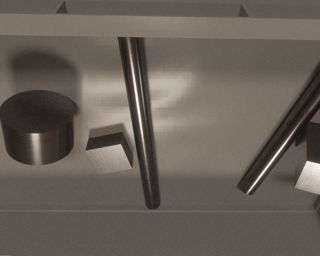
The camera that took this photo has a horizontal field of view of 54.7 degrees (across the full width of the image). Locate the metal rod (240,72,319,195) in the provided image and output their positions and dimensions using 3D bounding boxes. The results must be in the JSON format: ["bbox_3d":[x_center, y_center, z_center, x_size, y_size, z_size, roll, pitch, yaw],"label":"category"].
[{"bbox_3d":[0.180,-0.013,0.401,0.025,0.025,0.298,12,129,-11],"label":"metal rod"}]

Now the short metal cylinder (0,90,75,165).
[{"bbox_3d":[-0.143,-0.002,0.369,0.081,0.080,0.050,8,130,-7],"label":"short metal cylinder"}]

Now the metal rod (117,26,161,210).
[{"bbox_3d":[-0.022,0.012,0.419,0.025,0.025,0.298,-3,130,2],"label":"metal rod"}]

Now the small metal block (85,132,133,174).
[{"bbox_3d":[-0.070,0.036,0.439,0.050,0.025,0.050,-11,130,9],"label":"small metal block"}]

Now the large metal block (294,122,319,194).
[{"bbox_3d":[0.223,0.043,0.398,0.080,0.080,0.050,14,132,14],"label":"large metal block"}]
